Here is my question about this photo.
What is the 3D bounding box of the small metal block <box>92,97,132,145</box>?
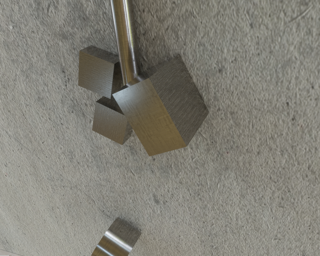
[{"bbox_3d":[-0.064,-0.011,0.432,0.050,0.025,0.050,25,127,12],"label":"small metal block"}]

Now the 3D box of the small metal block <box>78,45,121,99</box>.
[{"bbox_3d":[-0.077,-0.072,0.401,0.050,0.025,0.050,23,127,13],"label":"small metal block"}]

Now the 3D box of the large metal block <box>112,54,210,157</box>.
[{"bbox_3d":[0.005,-0.027,0.351,0.050,0.080,0.080,-18,109,35],"label":"large metal block"}]

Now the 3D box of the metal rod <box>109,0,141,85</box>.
[{"bbox_3d":[-0.046,-0.169,0.325,0.025,0.025,0.298,8,122,23],"label":"metal rod"}]

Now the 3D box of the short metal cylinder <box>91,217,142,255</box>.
[{"bbox_3d":[-0.075,0.202,0.534,0.050,0.080,0.079,33,128,7],"label":"short metal cylinder"}]
